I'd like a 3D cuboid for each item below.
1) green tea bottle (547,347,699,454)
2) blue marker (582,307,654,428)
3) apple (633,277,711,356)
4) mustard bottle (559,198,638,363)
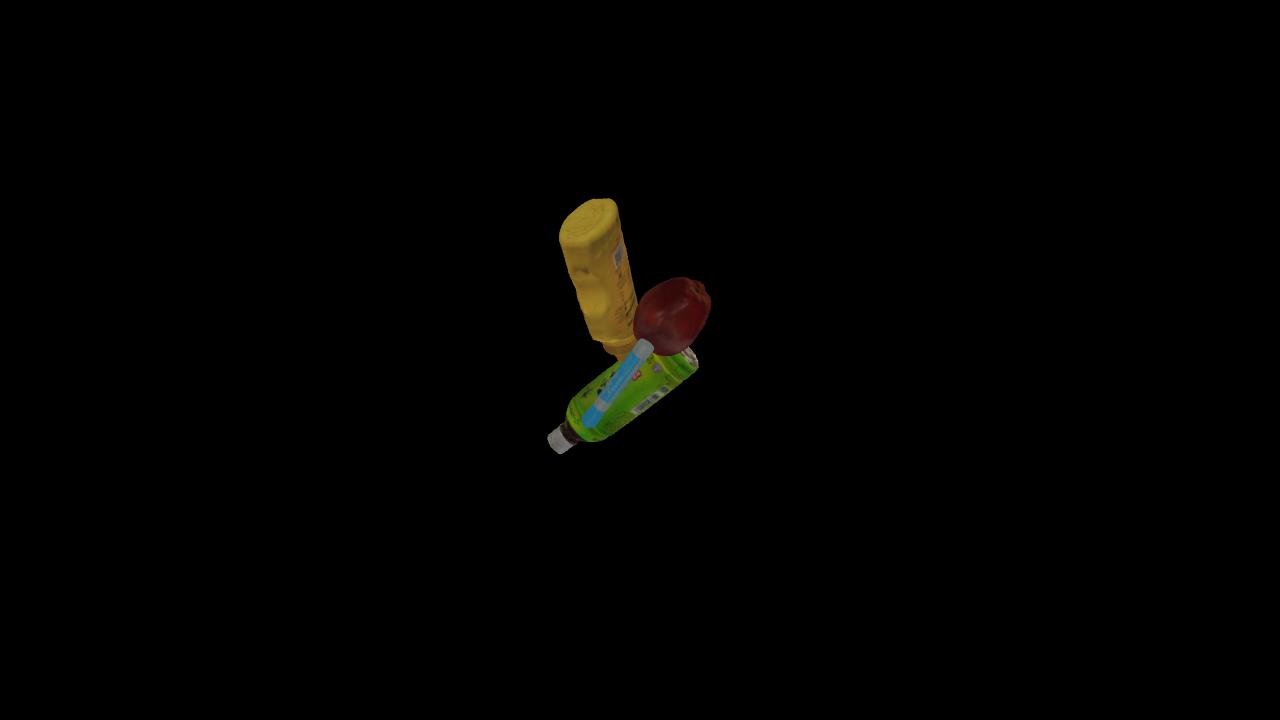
[{"bbox_3d":[-0.028,0.046,0.762,0.212,0.073,0.073,-39,-10,12],"label":"green tea bottle"},{"bbox_3d":[-0.026,0.028,0.664,0.020,0.121,0.020,32,21,-14],"label":"blue marker"},{"bbox_3d":[0.033,-0.047,0.670,0.093,0.079,0.079,-38,-22,32],"label":"apple"},{"bbox_3d":[-0.033,-0.069,0.654,0.054,0.184,0.092,-2,41,14],"label":"mustard bottle"}]
